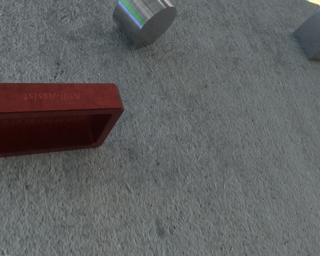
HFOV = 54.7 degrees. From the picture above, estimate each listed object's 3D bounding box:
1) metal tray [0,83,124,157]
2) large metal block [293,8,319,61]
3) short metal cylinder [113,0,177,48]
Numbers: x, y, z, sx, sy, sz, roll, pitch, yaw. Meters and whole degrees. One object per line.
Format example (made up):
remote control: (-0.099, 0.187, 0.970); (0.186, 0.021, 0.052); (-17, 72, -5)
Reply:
metal tray: (-0.112, -0.007, 0.305); (0.131, 0.090, 0.030); (-5, 64, -30)
large metal block: (0.358, -0.206, 0.686); (0.050, 0.080, 0.080); (-2, 63, -29)
short metal cylinder: (-0.022, -0.165, 0.458); (0.081, 0.080, 0.050); (-35, 81, -38)
